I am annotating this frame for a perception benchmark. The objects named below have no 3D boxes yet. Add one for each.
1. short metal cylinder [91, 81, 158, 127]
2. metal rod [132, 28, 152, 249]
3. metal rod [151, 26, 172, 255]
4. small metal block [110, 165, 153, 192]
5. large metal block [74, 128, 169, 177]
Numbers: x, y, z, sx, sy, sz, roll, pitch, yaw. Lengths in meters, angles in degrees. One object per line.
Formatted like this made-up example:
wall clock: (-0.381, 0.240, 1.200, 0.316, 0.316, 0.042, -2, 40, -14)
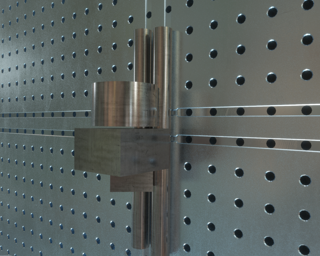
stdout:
short metal cylinder: (-0.043, -0.027, 0.379, 0.080, 0.081, 0.050, 1, 91, 39)
metal rod: (-0.025, 0.015, 0.430, 0.025, 0.025, 0.298, 1, 91, 39)
metal rod: (0.002, 0.020, 0.407, 0.025, 0.025, 0.298, 1, 91, 39)
small metal block: (-0.036, 0.063, 0.391, 0.050, 0.050, 0.025, 1, 91, -5)
large metal block: (-0.046, 0.025, 0.377, 0.080, 0.081, 0.050, 1, 91, 39)
